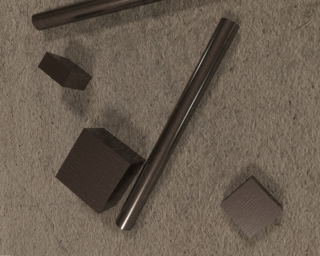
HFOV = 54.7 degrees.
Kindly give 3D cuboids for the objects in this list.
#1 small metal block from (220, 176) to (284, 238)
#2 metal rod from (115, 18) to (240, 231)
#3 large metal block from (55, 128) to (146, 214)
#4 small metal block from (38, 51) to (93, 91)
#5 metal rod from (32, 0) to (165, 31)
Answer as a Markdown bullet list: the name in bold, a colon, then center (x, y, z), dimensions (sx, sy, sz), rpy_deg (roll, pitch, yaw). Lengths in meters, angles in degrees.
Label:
- **small metal block**: center (0.109, 0.093, 0.370), dimensions (0.050, 0.025, 0.050), rpy_deg (-46, 76, 14)
- **metal rod**: center (0.018, 0.002, 0.401), dimensions (0.025, 0.025, 0.298), rpy_deg (30, 99, 17)
- **large metal block**: center (-0.080, 0.055, 0.423), dimensions (0.080, 0.050, 0.080), rpy_deg (36, 101, 16)
- **small metal block**: center (-0.134, -0.080, 0.441), dimensions (0.050, 0.050, 0.025), rpy_deg (38, 102, 16)
- **metal rod**: center (-0.045, -0.176, 0.423), dimensions (0.301, 0.025, 0.025), rpy_deg (-6, 88, 19)
